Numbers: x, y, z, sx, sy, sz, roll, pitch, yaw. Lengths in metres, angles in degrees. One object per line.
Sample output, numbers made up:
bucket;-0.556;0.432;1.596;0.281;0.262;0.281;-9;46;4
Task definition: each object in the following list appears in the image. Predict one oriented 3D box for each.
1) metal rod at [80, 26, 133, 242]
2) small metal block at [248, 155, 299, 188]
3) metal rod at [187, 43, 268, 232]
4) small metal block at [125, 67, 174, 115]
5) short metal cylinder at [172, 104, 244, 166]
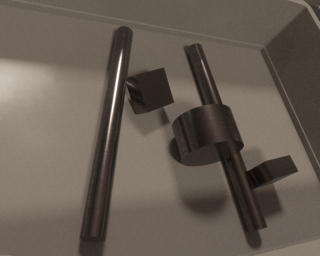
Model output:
metal rod;-0.060;-0.017;0.384;0.025;0.025;0.300;16;55;-20
small metal block;0.155;0.063;0.437;0.050;0.050;0.025;-7;66;-32
metal rod;0.092;-0.002;0.458;0.025;0.025;0.299;0;62;-29
small metal block;-0.013;-0.050;0.416;0.050;0.025;0.050;-24;101;-40
short metal cylinder;0.060;0.011;0.398;0.081;0.080;0.050;0;62;-29
